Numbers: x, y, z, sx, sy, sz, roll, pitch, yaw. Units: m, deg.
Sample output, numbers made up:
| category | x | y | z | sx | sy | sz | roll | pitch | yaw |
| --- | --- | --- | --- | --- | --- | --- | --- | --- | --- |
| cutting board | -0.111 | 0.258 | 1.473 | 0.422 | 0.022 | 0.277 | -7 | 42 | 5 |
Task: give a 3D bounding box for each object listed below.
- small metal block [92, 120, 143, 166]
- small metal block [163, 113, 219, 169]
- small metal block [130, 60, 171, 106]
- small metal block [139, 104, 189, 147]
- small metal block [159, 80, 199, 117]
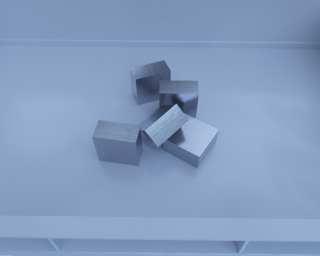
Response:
| category | x | y | z | sx | sy | sz | roll | pitch | yaw |
| --- | --- | --- | --- | --- | --- | --- | --- | --- | --- |
| small metal block | -0.049 | 0.019 | 0.372 | 0.050 | 0.050 | 0.025 | 7 | 52 | 6 |
| small metal block | 0.039 | 0.015 | 0.392 | 0.050 | 0.025 | 0.050 | 27 | 55 | 20 |
| small metal block | -0.013 | -0.064 | 0.442 | 0.050 | 0.050 | 0.025 | -17 | 52 | -13 |
| small metal block | 0.000 | -0.004 | 0.383 | 0.050 | 0.050 | 0.025 | -41 | 104 | -15 |
| small metal block | 0.025 | -0.037 | 0.420 | 0.050 | 0.050 | 0.025 | 0 | 50 | 0 |
